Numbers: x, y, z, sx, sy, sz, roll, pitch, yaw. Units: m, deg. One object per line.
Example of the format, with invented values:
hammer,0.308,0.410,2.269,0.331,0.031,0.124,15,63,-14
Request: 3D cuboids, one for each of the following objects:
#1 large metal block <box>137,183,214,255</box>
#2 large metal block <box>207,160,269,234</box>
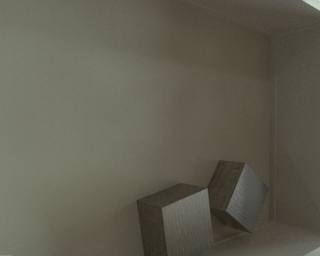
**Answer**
large metal block,0.021,0.125,0.408,0.081,0.050,0.079,-12,98,-39
large metal block,0.120,0.108,0.491,0.080,0.050,0.080,43,64,-31
